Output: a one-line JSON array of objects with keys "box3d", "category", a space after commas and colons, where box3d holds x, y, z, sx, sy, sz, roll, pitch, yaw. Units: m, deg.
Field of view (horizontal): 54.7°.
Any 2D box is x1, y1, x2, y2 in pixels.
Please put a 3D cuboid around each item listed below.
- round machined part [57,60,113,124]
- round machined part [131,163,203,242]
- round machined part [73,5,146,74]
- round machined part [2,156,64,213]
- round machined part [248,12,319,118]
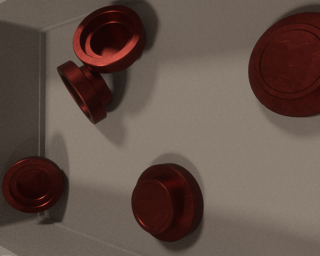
[{"box3d": [-0.106, -0.057, 0.458, 0.098, 0.042, 0.098, 49, 163, 21], "category": "round machined part"}, {"box3d": [0.002, 0.095, 0.392, 0.098, 0.042, 0.097, 0, 90, 39], "category": "round machined part"}, {"box3d": [-0.066, -0.117, 0.429, 0.098, 0.042, 0.098, -5, 67, 13], "category": "round machined part"}, {"box3d": [-0.223, 0.097, 0.552, 0.042, 0.099, 0.097, -154, 70, -73], "category": "round machined part"}, {"box3d": [0.128, -0.059, 0.289, 0.098, 0.042, 0.097, 0, 90, 39], "category": "round machined part"}]
